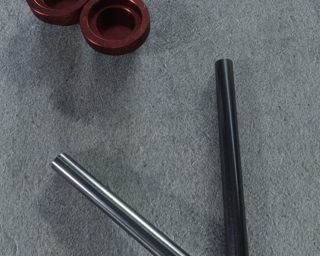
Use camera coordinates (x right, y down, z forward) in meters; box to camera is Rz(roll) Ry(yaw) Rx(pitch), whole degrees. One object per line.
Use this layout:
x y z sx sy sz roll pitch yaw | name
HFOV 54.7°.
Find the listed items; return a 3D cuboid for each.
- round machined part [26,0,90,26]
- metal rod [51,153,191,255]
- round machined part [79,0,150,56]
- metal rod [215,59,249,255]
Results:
-0.147 -0.195 0.469 0.099 0.042 0.098 0 70 0 | round machined part
-0.010 0.124 0.349 0.300 0.025 0.025 35 74 16 | metal rod
-0.063 -0.147 0.452 0.099 0.042 0.098 0 70 0 | round machined part
0.090 0.048 0.391 0.025 0.025 0.299 0 70 0 | metal rod
